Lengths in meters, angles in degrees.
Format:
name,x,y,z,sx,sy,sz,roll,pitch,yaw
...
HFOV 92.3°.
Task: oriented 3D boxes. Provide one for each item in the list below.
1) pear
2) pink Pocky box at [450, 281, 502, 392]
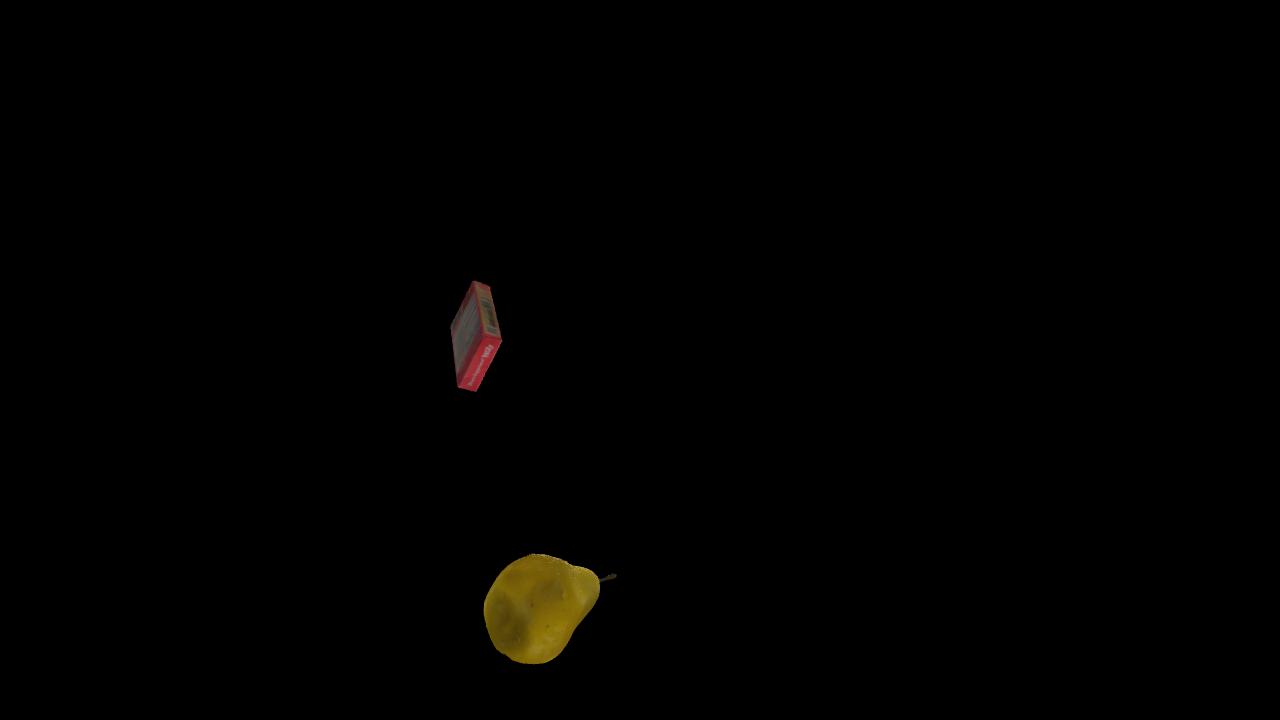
name,x,y,z,sx,sy,sz,roll,pitch,yaw
pear,-0.066,0.188,0.484,0.080,0.080,0.111,0,-6,35
pink Pocky box,-0.221,-0.035,0.819,0.029,0.084,0.155,19,24,-30
